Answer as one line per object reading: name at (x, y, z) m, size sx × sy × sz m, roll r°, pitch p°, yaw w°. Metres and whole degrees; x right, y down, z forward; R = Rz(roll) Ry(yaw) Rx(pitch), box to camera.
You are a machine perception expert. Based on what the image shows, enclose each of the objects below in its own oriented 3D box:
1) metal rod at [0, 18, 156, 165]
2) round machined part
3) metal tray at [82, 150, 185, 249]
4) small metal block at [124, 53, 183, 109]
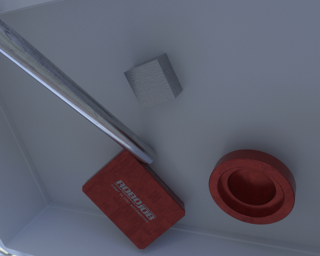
metal rod at (-0.099, -0.038, 0.348) m, size 0.025 × 0.025 × 0.300 m, roll -13°, pitch 140°, yaw 33°
round machined part at (0.113, 0.067, 0.379) m, size 0.098 × 0.042 × 0.097 m, roll 13°, pitch 124°, yaw 20°
metal tray at (-0.037, 0.103, 0.459) m, size 0.090 × 0.030 × 0.130 m, roll -42°, pitch 96°, yaw 6°
small metal block at (-0.008, -0.056, 0.377) m, size 0.050 × 0.025 × 0.050 m, roll -14°, pitch 111°, yaw 33°
